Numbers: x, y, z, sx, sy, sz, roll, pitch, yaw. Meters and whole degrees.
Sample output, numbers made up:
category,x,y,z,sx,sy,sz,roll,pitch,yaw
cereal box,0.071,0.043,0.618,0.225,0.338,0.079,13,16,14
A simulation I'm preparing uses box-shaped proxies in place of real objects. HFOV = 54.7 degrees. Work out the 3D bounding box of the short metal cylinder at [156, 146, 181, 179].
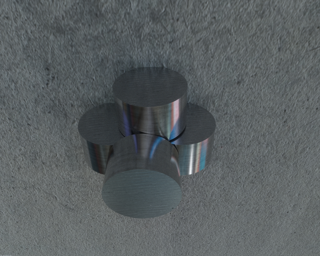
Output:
category,x,y,z,sx,sy,sz,roll,pitch,yaw
short metal cylinder,-0.011,0.050,0.415,0.081,0.080,0.050,0,130,-1

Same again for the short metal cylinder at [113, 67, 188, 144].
category,x,y,z,sx,sy,sz,roll,pitch,yaw
short metal cylinder,-0.010,-0.027,0.349,0.081,0.080,0.050,-1,130,0

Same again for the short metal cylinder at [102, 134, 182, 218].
category,x,y,z,sx,sy,sz,roll,pitch,yaw
short metal cylinder,-0.018,0.052,0.331,0.081,0.050,0.079,0,130,0

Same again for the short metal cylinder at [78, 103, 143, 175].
category,x,y,z,sx,sy,sz,roll,pitch,yaw
short metal cylinder,-0.056,0.012,0.382,0.081,0.080,0.050,-1,130,0

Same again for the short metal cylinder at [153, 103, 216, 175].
category,x,y,z,sx,sy,sz,roll,pitch,yaw
short metal cylinder,0.026,0.012,0.383,0.081,0.080,0.050,0,130,0
